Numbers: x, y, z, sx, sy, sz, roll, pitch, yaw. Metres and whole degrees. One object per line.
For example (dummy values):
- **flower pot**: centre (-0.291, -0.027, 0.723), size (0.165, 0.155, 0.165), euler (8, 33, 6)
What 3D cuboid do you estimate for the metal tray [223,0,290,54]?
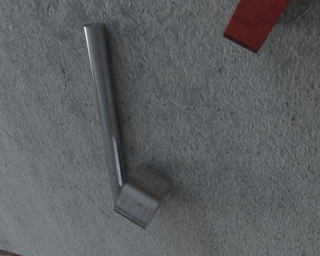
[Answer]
- **metal tray**: centre (0.100, -0.129, 0.231), size (0.030, 0.090, 0.129), euler (31, 128, 8)

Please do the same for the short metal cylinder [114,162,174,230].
- **short metal cylinder**: centre (-0.022, 0.096, 0.441), size (0.050, 0.080, 0.079), euler (29, 128, 9)

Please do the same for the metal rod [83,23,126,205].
- **metal rod**: centre (-0.071, 0.005, 0.445), size (0.025, 0.025, 0.298), euler (10, 123, 22)
